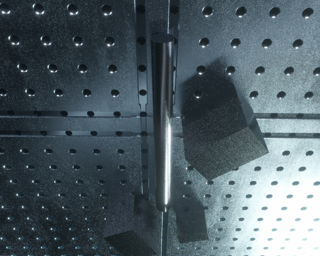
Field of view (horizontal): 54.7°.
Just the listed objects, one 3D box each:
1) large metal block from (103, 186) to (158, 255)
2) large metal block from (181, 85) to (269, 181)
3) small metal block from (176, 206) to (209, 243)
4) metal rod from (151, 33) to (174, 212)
[{"bbox_3d":[-0.045,0.157,0.509,0.050,0.080,0.080,-21,127,17],"label":"large metal block"},{"bbox_3d":[0.076,0.006,0.381,0.080,0.080,0.050,-31,124,23],"label":"large metal block"},{"bbox_3d":[0.056,0.168,0.539,0.050,0.050,0.025,-11,129,8],"label":"small metal block"},{"bbox_3d":[0.004,0.018,0.426,0.025,0.025,0.298,-1,130,0],"label":"metal rod"}]
